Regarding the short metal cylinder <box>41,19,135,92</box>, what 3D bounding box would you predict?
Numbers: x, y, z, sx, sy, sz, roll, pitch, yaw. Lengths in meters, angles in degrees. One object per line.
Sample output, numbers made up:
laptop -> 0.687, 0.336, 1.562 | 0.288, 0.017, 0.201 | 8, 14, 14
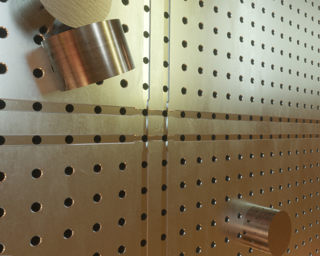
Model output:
short metal cylinder -> -0.071, -0.074, 0.315 | 0.081, 0.080, 0.050 | -29, 109, -37

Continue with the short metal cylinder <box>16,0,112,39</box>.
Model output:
short metal cylinder -> -0.097, -0.135, 0.313 | 0.081, 0.050, 0.079 | 0, 90, -40

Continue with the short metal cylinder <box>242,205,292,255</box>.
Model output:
short metal cylinder -> 0.194, 0.184, 0.560 | 0.081, 0.050, 0.079 | 0, 90, -40
